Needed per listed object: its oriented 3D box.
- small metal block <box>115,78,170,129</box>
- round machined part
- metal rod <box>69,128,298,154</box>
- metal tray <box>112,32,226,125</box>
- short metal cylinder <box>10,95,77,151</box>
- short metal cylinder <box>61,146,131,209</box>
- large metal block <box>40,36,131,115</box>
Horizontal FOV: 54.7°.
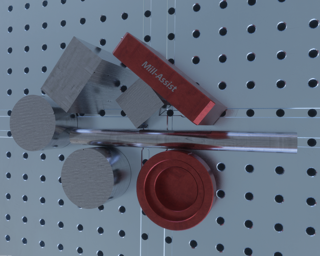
[{"bbox_3d":[-0.023,-0.034,0.421,0.050,0.025,0.050,-41,77,15],"label":"small metal block"},{"bbox_3d":[0.023,0.076,0.395,0.098,0.042,0.097,0,90,20],"label":"round machined part"},{"bbox_3d":[0.016,0.015,0.407,0.301,0.025,0.025,1,90,19],"label":"metal rod"},{"bbox_3d":[0.015,-0.056,0.372,0.130,0.090,0.030,42,103,15],"label":"metal tray"},{"bbox_3d":[-0.172,-0.007,0.459,0.080,0.050,0.080,0,90,20],"label":"short metal cylinder"},{"bbox_3d":[-0.088,0.066,0.430,0.080,0.050,0.080,0,90,20],"label":"short metal cylinder"},{"bbox_3d":[-0.097,-0.066,0.418,0.050,0.080,0.080,40,103,15],"label":"large metal block"}]
